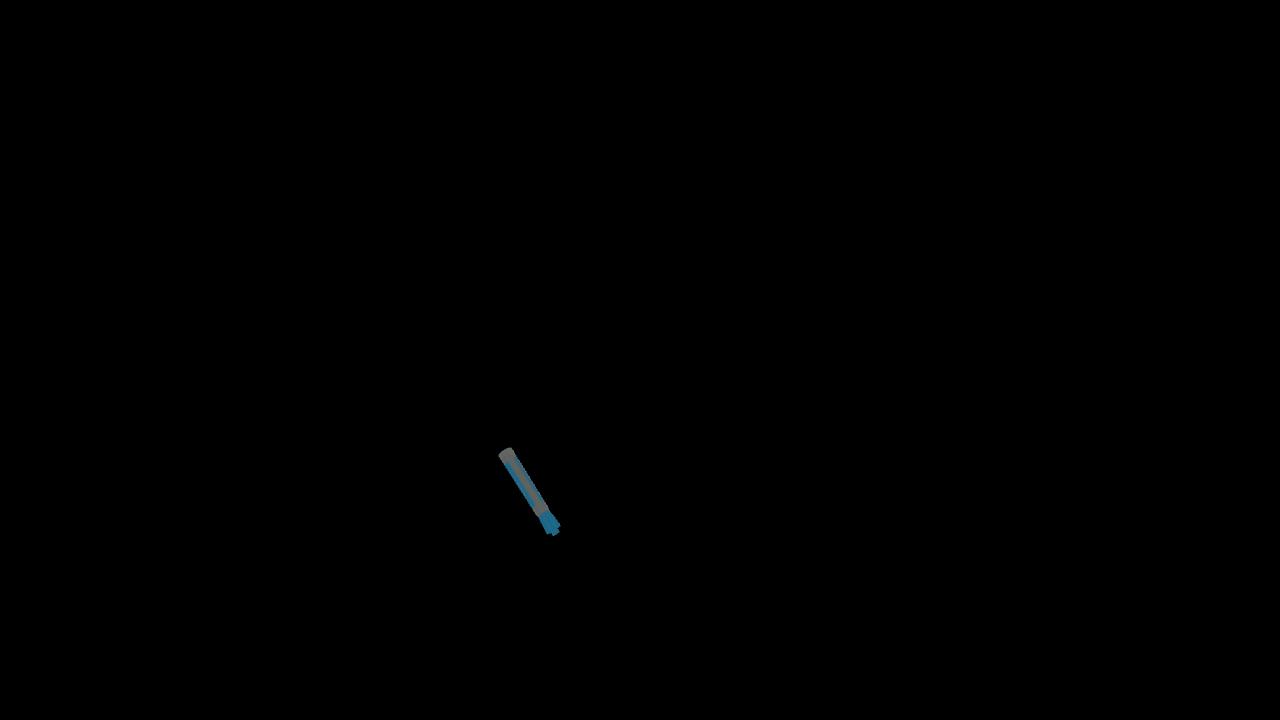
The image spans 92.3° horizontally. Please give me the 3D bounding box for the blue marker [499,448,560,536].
[{"bbox_3d":[-0.134,0.160,0.747,0.020,0.121,0.020,-33,-17,-12],"label":"blue marker"}]
